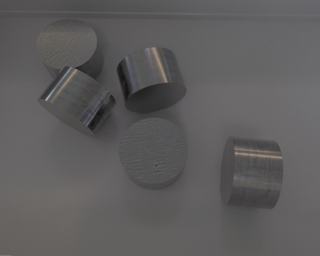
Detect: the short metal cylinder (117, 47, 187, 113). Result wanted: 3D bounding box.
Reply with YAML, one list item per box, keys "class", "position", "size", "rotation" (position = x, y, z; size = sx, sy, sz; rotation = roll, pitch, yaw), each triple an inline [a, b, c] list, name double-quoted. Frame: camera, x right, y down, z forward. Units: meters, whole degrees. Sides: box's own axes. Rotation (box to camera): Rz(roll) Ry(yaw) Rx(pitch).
- class: "short metal cylinder"
  position: [-0.011, -0.060, 0.402]
  size: [0.081, 0.080, 0.050]
  rotation: [-14, 71, -5]

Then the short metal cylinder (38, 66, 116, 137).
- class: "short metal cylinder"
  position: [-0.104, -0.032, 0.391]
  size: [0.080, 0.080, 0.050]
  rotation: [28, 73, 9]

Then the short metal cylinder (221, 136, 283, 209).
- class: "short metal cylinder"
  position: [0.104, 0.052, 0.362]
  size: [0.050, 0.080, 0.080]
  rotation: [6, 70, 2]

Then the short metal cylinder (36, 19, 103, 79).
- class: "short metal cylinder"
  position: [-0.124, -0.104, 0.433]
  size: [0.081, 0.050, 0.080]
  rotation: [0, 70, 0]

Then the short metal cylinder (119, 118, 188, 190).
- class: "short metal cylinder"
  position: [-0.007, 0.033, 0.384]
  size: [0.081, 0.050, 0.080]
  rotation: [0, 70, 0]
